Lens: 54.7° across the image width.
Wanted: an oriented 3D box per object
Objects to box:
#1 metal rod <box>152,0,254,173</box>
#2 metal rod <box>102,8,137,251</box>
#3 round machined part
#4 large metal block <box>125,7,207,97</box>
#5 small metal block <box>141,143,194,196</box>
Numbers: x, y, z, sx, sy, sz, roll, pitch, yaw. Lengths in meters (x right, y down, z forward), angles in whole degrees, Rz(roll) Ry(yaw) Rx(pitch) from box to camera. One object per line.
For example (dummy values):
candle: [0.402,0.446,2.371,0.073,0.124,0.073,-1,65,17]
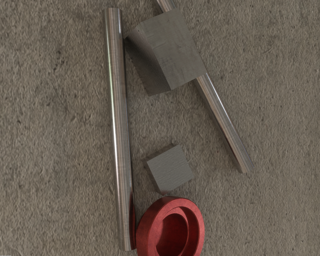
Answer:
metal rod: [0.058,-0.069,0.431,0.025,0.025,0.299,-32,101,-18]
metal rod: [-0.050,0.003,0.391,0.025,0.025,0.298,-4,92,-20]
round machined part: [0.009,0.136,0.393,0.099,0.042,0.097,3,85,-41]
large metal block: [0.003,-0.089,0.382,0.050,0.080,0.080,-29,100,-18]
small metal block: [0.010,0.054,0.414,0.050,0.025,0.050,-27,99,-18]
